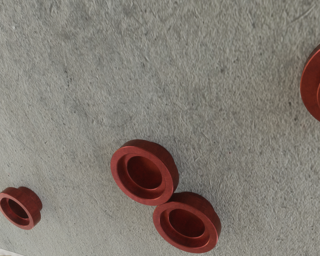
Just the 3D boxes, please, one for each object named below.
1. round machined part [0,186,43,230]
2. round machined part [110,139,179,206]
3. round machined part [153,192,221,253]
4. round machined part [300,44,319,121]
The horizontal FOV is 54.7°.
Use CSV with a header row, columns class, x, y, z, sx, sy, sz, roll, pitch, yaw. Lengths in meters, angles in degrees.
class,x,y,z,sx,sy,sz,roll,pitch,yaw
round machined part,-0.288,0.162,0.648,0.098,0.042,0.097,13,124,21
round machined part,-0.018,0.058,0.439,0.098,0.042,0.097,14,122,23
round machined part,0.042,0.133,0.456,0.098,0.042,0.097,13,124,20
round machined part,0.179,-0.037,0.278,0.098,0.042,0.097,13,124,21
